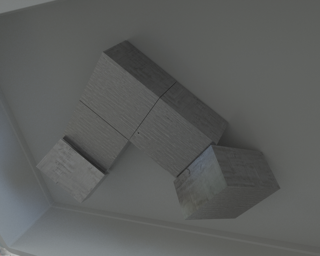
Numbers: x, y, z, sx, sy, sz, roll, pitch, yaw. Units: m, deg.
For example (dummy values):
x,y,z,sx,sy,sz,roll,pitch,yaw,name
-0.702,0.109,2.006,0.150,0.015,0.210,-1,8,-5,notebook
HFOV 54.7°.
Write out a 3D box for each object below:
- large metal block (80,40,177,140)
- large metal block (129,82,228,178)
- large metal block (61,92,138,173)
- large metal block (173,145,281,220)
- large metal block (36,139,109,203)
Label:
x,y,z,sx,sy,sz,roll,pitch,yaw,name
-0.040,-0.046,0.383,0.080,0.050,0.080,39,129,1,large metal block
0.022,0.005,0.381,0.080,0.050,0.080,39,129,1,large metal block
-0.079,0.002,0.434,0.080,0.050,0.080,39,129,1,large metal block
0.076,0.067,0.364,0.081,0.050,0.080,9,138,-31,large metal block
-0.127,0.064,0.469,0.080,0.050,0.080,39,172,1,large metal block
